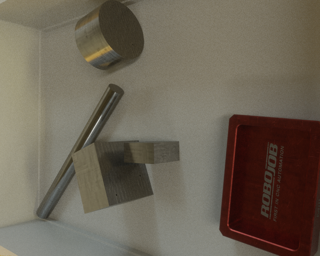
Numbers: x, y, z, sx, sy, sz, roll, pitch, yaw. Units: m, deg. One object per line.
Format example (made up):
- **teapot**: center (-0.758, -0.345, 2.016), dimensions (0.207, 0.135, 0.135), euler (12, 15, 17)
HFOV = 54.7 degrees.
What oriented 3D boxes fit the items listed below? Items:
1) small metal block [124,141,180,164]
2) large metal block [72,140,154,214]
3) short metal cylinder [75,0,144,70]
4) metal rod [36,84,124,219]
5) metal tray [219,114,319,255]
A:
- **small metal block**: center (-0.010, 0.030, 0.397), dimensions (0.050, 0.050, 0.025), euler (-2, 89, 39)
- **large metal block**: center (-0.063, 0.064, 0.421), dimensions (0.050, 0.081, 0.080), euler (-26, 74, 37)
- **short metal cylinder**: center (-0.068, -0.125, 0.425), dimensions (0.050, 0.081, 0.080), euler (-14, 81, 39)
- **metal rod**: center (-0.143, 0.052, 0.521), dimensions (0.025, 0.025, 0.298), euler (50, 119, 28)
- **metal tray**: center (0.112, 0.054, 0.310), dimensions (0.090, 0.030, 0.129), euler (7, 95, 39)
